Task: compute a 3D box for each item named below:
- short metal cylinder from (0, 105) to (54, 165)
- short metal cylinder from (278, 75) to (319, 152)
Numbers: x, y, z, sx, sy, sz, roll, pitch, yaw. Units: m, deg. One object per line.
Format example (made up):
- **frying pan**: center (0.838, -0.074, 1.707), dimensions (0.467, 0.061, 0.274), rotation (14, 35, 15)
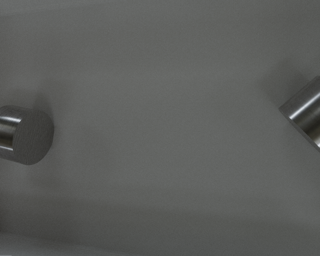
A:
- **short metal cylinder**: center (-0.202, 0.010, 0.451), dimensions (0.050, 0.080, 0.079), rotation (11, 94, 19)
- **short metal cylinder**: center (0.171, -0.008, 0.321), dimensions (0.050, 0.080, 0.080), rotation (-44, 77, 15)
